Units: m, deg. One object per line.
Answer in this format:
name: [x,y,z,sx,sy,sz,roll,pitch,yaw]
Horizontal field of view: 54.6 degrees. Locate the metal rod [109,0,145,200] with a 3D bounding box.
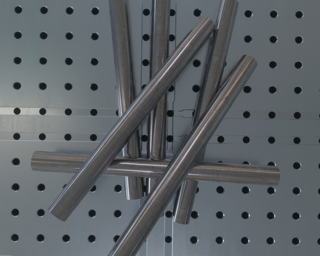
metal rod: [-0.046,-0.056,0.413,0.025,0.025,0.298,-5,90,0]

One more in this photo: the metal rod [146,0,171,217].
metal rod: [-0.003,-0.033,0.413,0.025,0.025,0.298,2,90,0]

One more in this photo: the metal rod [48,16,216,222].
metal rod: [-0.026,-0.020,0.377,0.025,0.025,0.300,37,78,0]

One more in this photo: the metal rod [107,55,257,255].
metal rod: [0.036,0.027,0.369,0.025,0.025,0.300,36,72,0]

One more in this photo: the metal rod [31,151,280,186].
metal rod: [-0.005,0.050,0.387,0.302,0.025,0.025,4,90,0]

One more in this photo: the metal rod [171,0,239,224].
metal rod: [0.060,-0.022,0.413,0.025,0.025,0.299,13,90,0]
